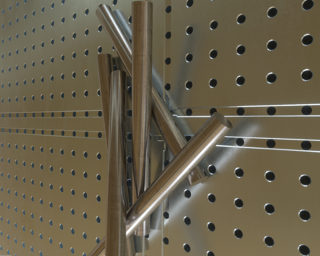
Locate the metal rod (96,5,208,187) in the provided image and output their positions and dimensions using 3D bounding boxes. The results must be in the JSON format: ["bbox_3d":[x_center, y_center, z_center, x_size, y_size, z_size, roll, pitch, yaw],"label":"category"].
[{"bbox_3d":[-0.021,-0.058,0.424,0.025,0.025,0.299,-43,65,31],"label":"metal rod"}]

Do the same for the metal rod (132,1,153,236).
[{"bbox_3d":[-0.024,-0.002,0.397,0.025,0.025,0.298,11,106,39],"label":"metal rod"}]

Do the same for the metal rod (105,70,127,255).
[{"bbox_3d":[-0.056,0.060,0.403,0.025,0.025,0.299,-20,62,38],"label":"metal rod"}]

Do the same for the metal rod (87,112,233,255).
[{"bbox_3d":[-0.018,0.097,0.386,0.298,0.025,0.025,-51,60,26],"label":"metal rod"}]

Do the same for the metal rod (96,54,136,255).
[{"bbox_3d":[-0.066,0.037,0.461,0.025,0.025,0.298,-12,82,39],"label":"metal rod"}]
